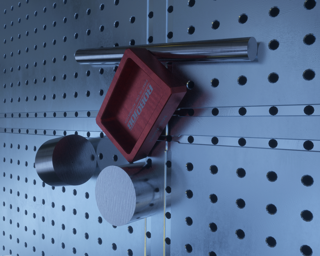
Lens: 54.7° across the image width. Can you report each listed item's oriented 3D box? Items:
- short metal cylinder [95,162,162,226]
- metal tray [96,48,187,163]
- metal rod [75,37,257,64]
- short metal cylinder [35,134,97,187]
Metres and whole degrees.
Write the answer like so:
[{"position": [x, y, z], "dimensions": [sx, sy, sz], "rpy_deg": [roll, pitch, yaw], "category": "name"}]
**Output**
[{"position": [-0.044, 0.090, 0.430], "dimensions": [0.080, 0.050, 0.080], "rpy_deg": [0, 90, 40], "category": "short metal cylinder"}, {"position": [-0.031, -0.029, 0.413], "dimensions": [0.090, 0.030, 0.129], "rpy_deg": [47, 126, 23], "category": "metal tray"}, {"position": [-0.017, -0.102, 0.423], "dimensions": [0.300, 0.025, 0.025], "rpy_deg": [9, 96, 39], "category": "metal rod"}, {"position": [-0.150, 0.053, 0.498], "dimensions": [0.050, 0.081, 0.080], "rpy_deg": [-12, 83, 39], "category": "short metal cylinder"}]
